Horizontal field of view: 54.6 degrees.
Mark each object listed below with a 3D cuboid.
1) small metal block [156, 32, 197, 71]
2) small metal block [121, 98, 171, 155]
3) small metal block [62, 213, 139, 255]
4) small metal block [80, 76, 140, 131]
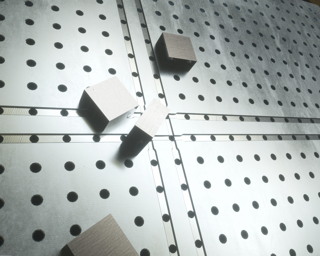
[{"bbox_3d":[0.026,-0.122,0.496,0.050,0.025,0.050,2,61,-27],"label":"small metal block"},{"bbox_3d":[-0.018,-0.001,0.383,0.025,0.050,0.050,36,51,-5],"label":"small metal block"},{"bbox_3d":[-0.058,0.121,0.303,0.050,0.025,0.050,-29,78,-37],"label":"small metal block"},{"bbox_3d":[-0.064,-0.032,0.393,0.050,0.025,0.050,-33,80,-38],"label":"small metal block"}]
